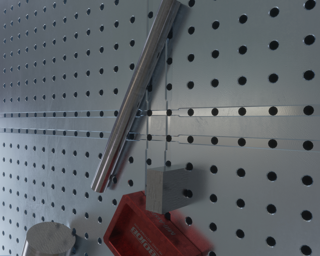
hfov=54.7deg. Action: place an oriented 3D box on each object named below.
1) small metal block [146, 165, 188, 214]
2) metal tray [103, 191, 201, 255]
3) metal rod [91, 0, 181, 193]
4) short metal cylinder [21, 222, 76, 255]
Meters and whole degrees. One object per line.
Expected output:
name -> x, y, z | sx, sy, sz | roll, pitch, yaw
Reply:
small metal block -> 0.009, 0.075, 0.385 | 0.025, 0.050, 0.050 | 3, 92, 40
metal tray -> -0.016, 0.161, 0.418 | 0.130, 0.030, 0.089 | 38, 113, 33
metal rod -> -0.041, -0.035, 0.442 | 0.025, 0.025, 0.298 | 36, 112, 34
short metal cylinder -> -0.192, 0.207, 0.532 | 0.080, 0.081, 0.050 | 31, 109, 35
